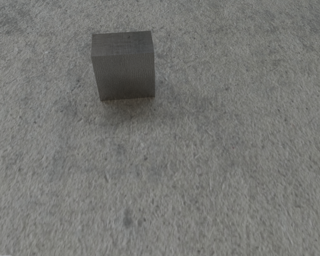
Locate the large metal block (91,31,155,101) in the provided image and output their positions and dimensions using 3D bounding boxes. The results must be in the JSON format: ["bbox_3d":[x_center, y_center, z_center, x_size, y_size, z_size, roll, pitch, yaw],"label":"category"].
[{"bbox_3d":[-0.050,-0.087,0.441,0.080,0.080,0.050,-5,50,-4],"label":"large metal block"}]
